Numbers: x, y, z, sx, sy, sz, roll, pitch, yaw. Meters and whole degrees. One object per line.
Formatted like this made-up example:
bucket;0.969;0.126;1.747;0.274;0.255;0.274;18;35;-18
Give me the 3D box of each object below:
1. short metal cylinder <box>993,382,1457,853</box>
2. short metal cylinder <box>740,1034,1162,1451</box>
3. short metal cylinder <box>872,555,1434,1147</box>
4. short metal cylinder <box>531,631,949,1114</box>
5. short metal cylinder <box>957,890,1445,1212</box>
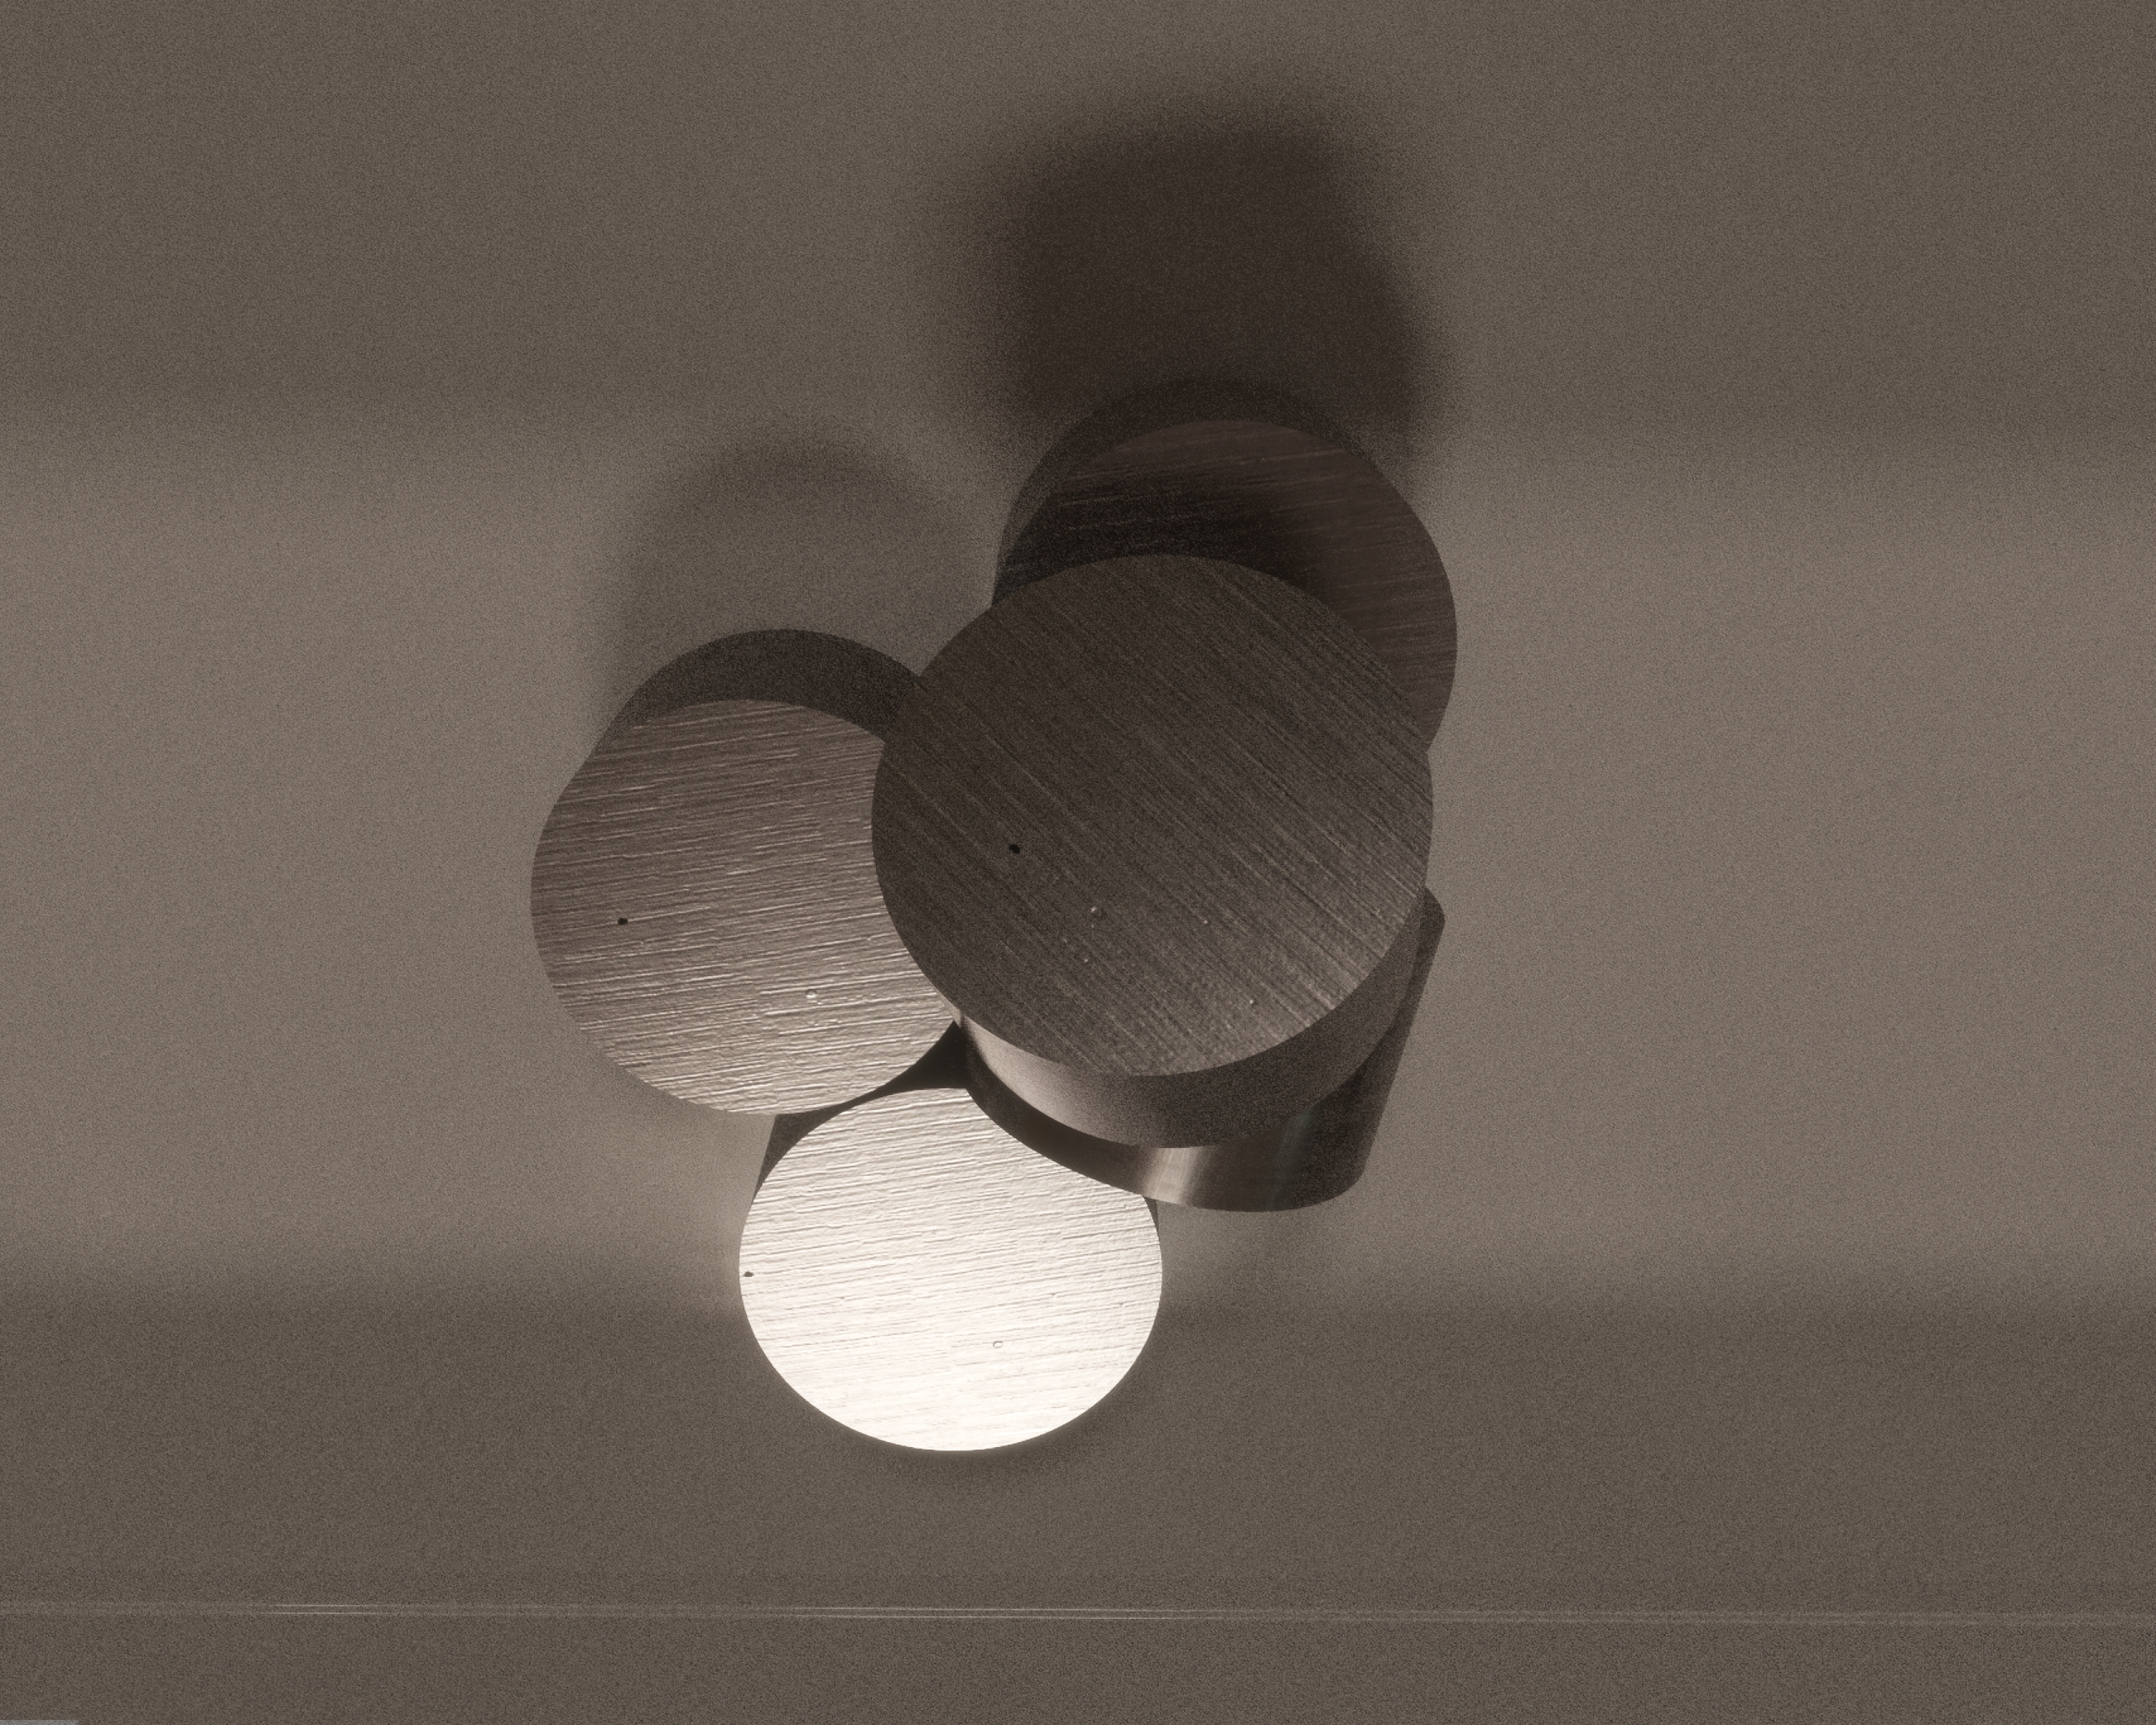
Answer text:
short metal cylinder;0.025;-0.044;0.380;0.081;0.050;0.079;0;110;-1
short metal cylinder;-0.024;0.070;0.421;0.081;0.050;0.079;0;110;-1
short metal cylinder;0.013;0.000;0.322;0.080;0.050;0.080;-2;70;6
short metal cylinder;-0.057;0.001;0.395;0.081;0.050;0.079;0;110;-1
short metal cylinder;0.022;0.022;0.390;0.081;0.080;0.050;13;110;-5
